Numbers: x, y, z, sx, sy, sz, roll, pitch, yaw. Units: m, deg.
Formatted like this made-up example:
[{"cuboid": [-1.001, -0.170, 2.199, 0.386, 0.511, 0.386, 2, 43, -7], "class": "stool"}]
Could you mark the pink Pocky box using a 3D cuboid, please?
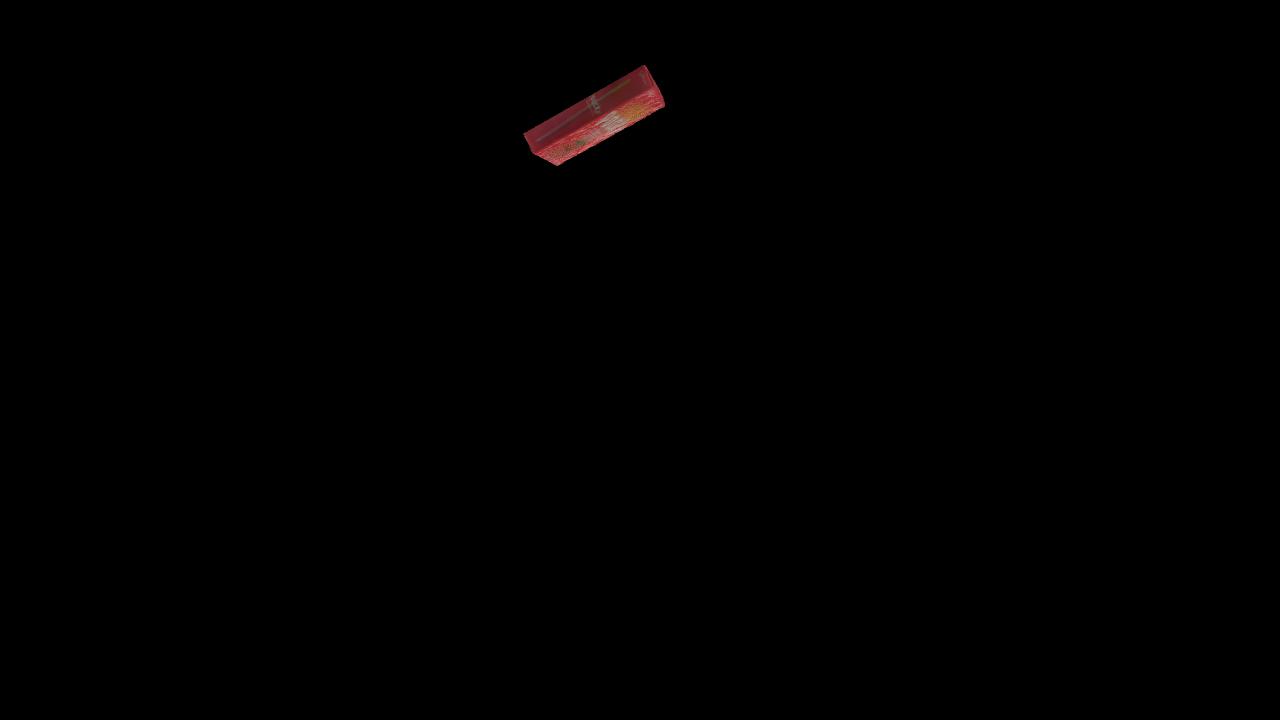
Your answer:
[{"cuboid": [-0.049, -0.277, 0.707, 0.155, 0.029, 0.084, -24, 3, 13], "class": "pink Pocky box"}]
